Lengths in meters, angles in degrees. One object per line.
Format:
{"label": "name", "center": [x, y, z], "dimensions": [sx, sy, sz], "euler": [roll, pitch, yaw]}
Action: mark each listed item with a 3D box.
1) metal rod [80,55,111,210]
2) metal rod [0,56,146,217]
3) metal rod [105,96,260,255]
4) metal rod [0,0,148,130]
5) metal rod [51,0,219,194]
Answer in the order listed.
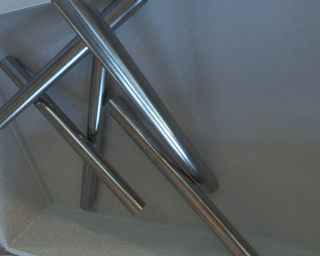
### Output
{"label": "metal rod", "center": [-0.103, 0.024, 0.477], "dimensions": [0.025, 0.025, 0.298], "euler": [25, 127, 13]}
{"label": "metal rod", "center": [-0.131, 0.008, 0.453], "dimensions": [0.300, 0.025, 0.025], "euler": [47, 129, 6]}
{"label": "metal rod", "center": [0.033, 0.075, 0.399], "dimensions": [0.300, 0.025, 0.025], "euler": [48, 130, 9]}
{"label": "metal rod", "center": [-0.135, -0.077, 0.402], "dimensions": [0.299, 0.025, 0.025], "euler": [-31, 101, 28]}
{"label": "metal rod", "center": [-0.001, -0.010, 0.325], "dimensions": [0.025, 0.025, 0.300], "euler": [-6, 140, 31]}
